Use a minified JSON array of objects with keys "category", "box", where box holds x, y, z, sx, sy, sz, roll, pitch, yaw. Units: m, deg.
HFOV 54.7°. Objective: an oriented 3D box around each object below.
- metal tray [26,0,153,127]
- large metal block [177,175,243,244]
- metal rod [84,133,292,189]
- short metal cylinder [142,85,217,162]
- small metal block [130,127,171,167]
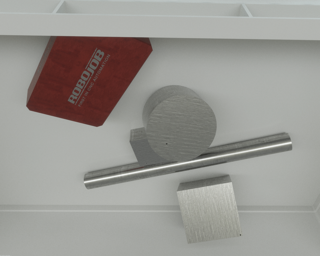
[{"category":"metal tray","box":[-0.080,-0.062,0.338,0.091,0.030,0.129,16,130,-32]},{"category":"large metal block","box":[0.075,0.122,0.473,0.080,0.050,0.080,-12,92,9]},{"category":"metal rod","box":[0.033,0.051,0.452,0.301,0.025,0.025,-12,129,9]},{"category":"short metal cylinder","box":[0.021,-0.007,0.370,0.081,0.050,0.079,-3,110,-8]},{"category":"small metal block","box":[-0.010,0.024,0.430,0.050,0.025,0.050,-11,130,8]}]
